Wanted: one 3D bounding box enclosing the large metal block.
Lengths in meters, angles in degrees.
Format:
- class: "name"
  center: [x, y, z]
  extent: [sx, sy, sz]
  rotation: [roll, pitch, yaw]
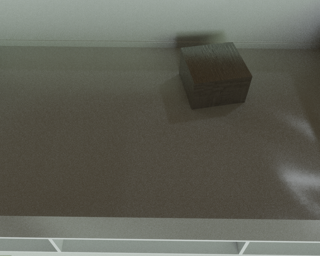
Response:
- class: "large metal block"
  center: [0.077, -0.078, 0.455]
  extent: [0.080, 0.050, 0.080]
  rotation: [-8, 51, -7]
